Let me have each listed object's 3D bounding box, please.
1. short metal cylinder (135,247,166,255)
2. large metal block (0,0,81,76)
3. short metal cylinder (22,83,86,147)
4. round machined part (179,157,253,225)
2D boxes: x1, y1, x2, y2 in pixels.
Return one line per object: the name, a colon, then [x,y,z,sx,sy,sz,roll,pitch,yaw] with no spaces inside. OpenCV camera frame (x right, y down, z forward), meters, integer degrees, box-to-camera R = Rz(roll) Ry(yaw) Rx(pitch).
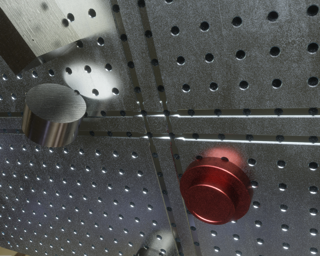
short metal cylinder: [-0.019,0.269,0.572,0.080,0.050,0.079,13,124,21]
large metal block: [-0.162,-0.123,0.385,0.050,0.080,0.080,-24,106,36]
short metal cylinder: [-0.152,-0.019,0.444,0.080,0.080,0.050,34,129,6]
round machined part: [0.072,0.091,0.419,0.098,0.042,0.097,13,124,21]
